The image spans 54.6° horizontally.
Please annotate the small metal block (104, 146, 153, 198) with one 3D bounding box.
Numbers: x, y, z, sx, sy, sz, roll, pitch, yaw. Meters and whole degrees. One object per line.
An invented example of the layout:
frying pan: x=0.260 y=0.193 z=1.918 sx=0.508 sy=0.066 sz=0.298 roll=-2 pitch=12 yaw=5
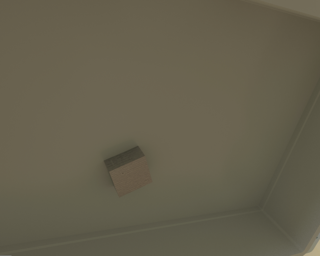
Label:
small metal block: x=-0.043 y=0.059 z=0.421 sx=0.050 sy=0.025 sz=0.050 roll=-23 pitch=127 yaw=-14
